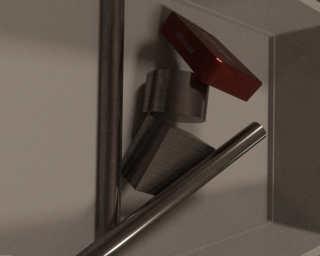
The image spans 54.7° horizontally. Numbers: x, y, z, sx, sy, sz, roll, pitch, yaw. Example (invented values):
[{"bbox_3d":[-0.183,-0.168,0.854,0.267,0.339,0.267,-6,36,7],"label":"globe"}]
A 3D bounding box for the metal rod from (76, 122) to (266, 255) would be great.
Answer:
[{"bbox_3d":[0.006,0.085,0.353,0.301,0.025,0.025,-34,113,-15],"label":"metal rod"}]

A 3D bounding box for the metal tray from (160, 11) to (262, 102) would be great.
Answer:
[{"bbox_3d":[0.064,-0.095,0.403,0.091,0.130,0.030,15,123,-39],"label":"metal tray"}]

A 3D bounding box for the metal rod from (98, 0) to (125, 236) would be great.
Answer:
[{"bbox_3d":[-0.056,-0.027,0.361,0.025,0.025,0.298,2,89,-40],"label":"metal rod"}]

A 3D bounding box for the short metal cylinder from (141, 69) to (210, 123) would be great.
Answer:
[{"bbox_3d":[0.020,-0.037,0.390,0.081,0.080,0.050,12,82,-40],"label":"short metal cylinder"}]

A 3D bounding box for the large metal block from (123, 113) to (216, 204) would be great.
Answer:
[{"bbox_3d":[0.008,0.039,0.383,0.080,0.050,0.080,25,96,-38],"label":"large metal block"}]
